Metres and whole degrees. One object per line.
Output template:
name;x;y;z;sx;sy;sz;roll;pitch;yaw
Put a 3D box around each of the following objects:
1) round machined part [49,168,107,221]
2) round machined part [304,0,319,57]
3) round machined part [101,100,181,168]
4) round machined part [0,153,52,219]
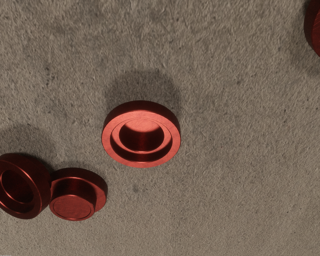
round machined part;-0.134;0.110;0.488;0.099;0.042;0.097;-1;130;0
round machined part;0.191;-0.113;0.303;0.099;0.042;0.097;-1;130;0
round machined part;-0.023;0.003;0.399;0.099;0.042;0.097;-1;130;0
round machined part;-0.197;0.079;0.444;0.098;0.042;0.097;9;116;18
